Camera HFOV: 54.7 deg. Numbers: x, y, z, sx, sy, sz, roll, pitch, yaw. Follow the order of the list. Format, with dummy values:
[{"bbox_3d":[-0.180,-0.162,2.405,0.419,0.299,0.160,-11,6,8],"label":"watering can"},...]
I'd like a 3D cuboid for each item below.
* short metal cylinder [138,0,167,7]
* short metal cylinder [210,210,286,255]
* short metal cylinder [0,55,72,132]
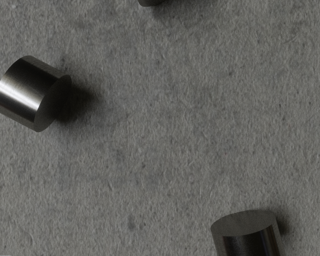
[{"bbox_3d":[-0.003,-0.196,0.382,0.080,0.080,0.050,-28,90,0],"label":"short metal cylinder"},{"bbox_3d":[0.109,0.141,0.384,0.080,0.080,0.050,-15,90,0],"label":"short metal cylinder"},{"bbox_3d":[-0.153,-0.041,0.380,0.050,0.080,0.080,28,90,0],"label":"short metal cylinder"}]
